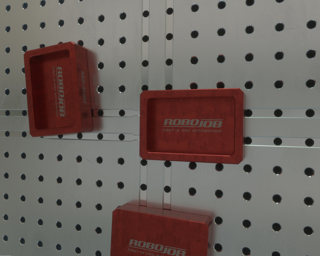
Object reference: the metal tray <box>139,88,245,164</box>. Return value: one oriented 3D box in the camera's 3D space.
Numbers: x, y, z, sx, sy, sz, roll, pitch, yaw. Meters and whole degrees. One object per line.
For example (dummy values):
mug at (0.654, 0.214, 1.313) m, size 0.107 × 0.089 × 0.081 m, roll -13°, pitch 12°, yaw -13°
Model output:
metal tray at (0.040, -0.003, 0.395) m, size 0.130 × 0.030 × 0.089 m, roll 1°, pitch 90°, yaw 19°

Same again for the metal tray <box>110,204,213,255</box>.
metal tray at (0.000, 0.156, 0.409) m, size 0.130 × 0.030 × 0.089 m, roll 3°, pitch 91°, yaw 19°

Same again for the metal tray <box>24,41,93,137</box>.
metal tray at (-0.152, -0.055, 0.461) m, size 0.090 × 0.030 × 0.129 m, roll -6°, pitch 88°, yaw 19°
